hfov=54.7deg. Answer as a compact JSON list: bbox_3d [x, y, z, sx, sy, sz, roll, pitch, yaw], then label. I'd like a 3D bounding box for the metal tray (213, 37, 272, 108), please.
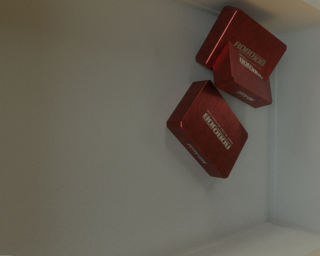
[{"bbox_3d":[0.130,-0.091,0.486,0.131,0.030,0.090,17,65,-45],"label":"metal tray"}]

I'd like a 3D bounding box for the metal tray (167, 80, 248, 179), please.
[{"bbox_3d":[0.076,0.004,0.467,0.130,0.030,0.090,48,61,-29],"label":"metal tray"}]

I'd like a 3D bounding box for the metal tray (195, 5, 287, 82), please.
[{"bbox_3d":[0.128,-0.115,0.477,0.131,0.030,0.090,19,108,-36],"label":"metal tray"}]
